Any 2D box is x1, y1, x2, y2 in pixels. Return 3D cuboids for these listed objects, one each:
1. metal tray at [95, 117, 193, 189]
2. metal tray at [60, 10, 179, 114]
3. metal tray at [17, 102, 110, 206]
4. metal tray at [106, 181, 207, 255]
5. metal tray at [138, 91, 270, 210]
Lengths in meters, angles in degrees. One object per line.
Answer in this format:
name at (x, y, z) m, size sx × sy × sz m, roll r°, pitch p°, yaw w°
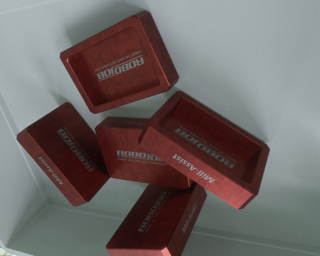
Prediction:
metal tray at (-0.020, 0.033, 0.431) m, size 0.130 × 0.030 × 0.089 m, roll 3°, pitch 120°, yaw 26°
metal tray at (-0.052, -0.075, 0.383) m, size 0.130 × 0.030 × 0.090 m, roll -14°, pitch 112°, yaw 33°
metal tray at (-0.129, 0.036, 0.452) m, size 0.030 × 0.090 × 0.130 m, roll -27°, pitch 104°, yaw 36°
metal tray at (0.000, 0.121, 0.410) m, size 0.090 × 0.131 × 0.030 m, roll -13°, pitch 112°, yaw 32°
metal tray at (0.053, 0.019, 0.347) m, size 0.130 × 0.090 × 0.030 m, roll 33°, pitch 129°, yaw 6°
